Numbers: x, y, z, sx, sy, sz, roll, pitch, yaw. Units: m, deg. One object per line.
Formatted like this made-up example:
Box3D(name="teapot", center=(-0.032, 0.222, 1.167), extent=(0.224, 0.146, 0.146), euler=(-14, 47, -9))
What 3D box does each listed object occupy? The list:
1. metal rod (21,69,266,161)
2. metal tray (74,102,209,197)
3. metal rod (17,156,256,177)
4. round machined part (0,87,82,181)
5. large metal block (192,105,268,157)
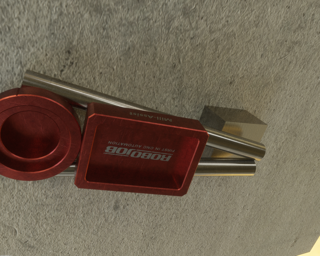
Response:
Box3D(name="metal rod", center=(-0.001, -0.007, 0.363), extent=(0.302, 0.025, 0.025), euler=(16, 110, -22))
Box3D(name="metal tray", center=(-0.021, 0.028, 0.344), extent=(0.131, 0.030, 0.089), euler=(9, 115, -19))
Box3D(name="metal rod", center=(-0.019, 0.048, 0.387), extent=(0.302, 0.025, 0.025), euler=(2, 118, -16))
Box3D(name="round machined part", center=(-0.133, 0.003, 0.320), extent=(0.099, 0.042, 0.097), euler=(-7, 119, -13))
Box3D(name="large metal block", center=(0.098, 0.017, 0.456), extent=(0.081, 0.050, 0.079), euler=(4, 117, -31))
